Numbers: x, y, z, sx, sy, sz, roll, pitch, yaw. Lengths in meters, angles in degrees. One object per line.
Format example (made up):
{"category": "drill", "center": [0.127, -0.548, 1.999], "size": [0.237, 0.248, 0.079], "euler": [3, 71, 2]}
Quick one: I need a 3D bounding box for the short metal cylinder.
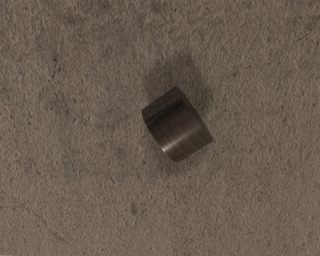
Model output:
{"category": "short metal cylinder", "center": [0.022, -0.004, 0.379], "size": [0.050, 0.080, 0.080], "euler": [-34, 107, 11]}
